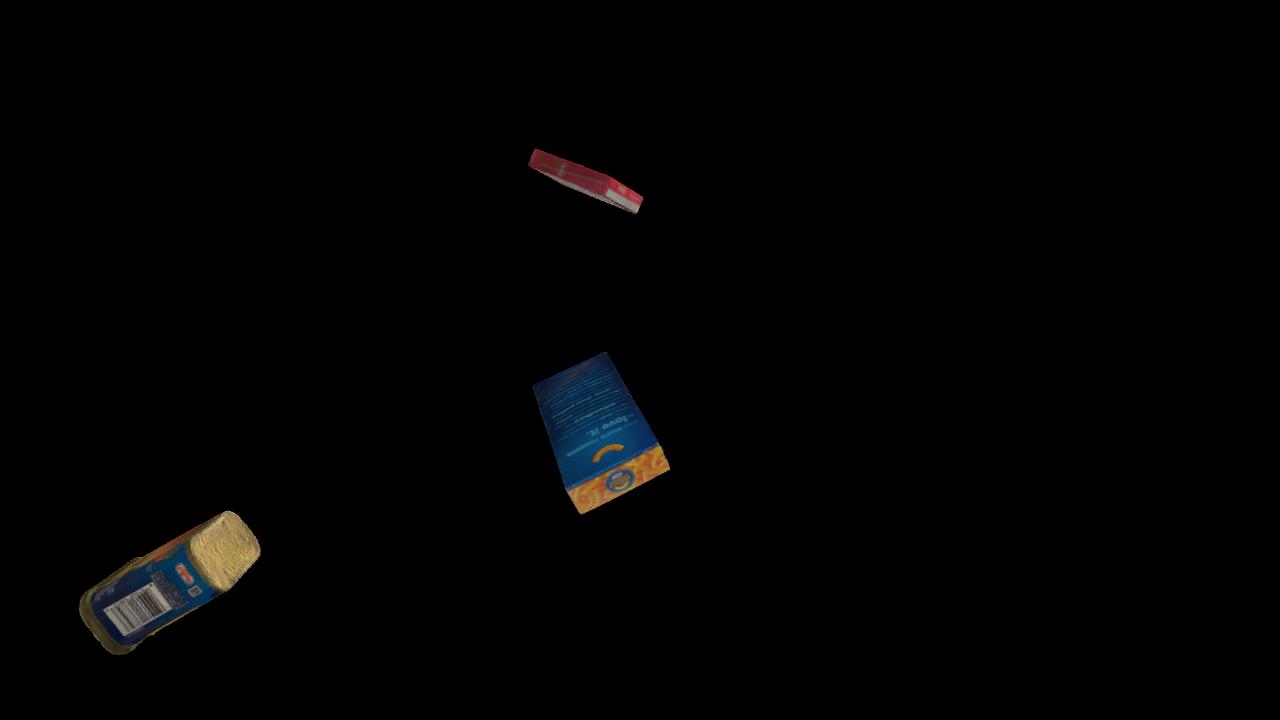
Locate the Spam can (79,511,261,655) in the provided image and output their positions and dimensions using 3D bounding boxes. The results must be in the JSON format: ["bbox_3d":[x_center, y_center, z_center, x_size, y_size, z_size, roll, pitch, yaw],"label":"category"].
[{"bbox_3d":[-0.382,0.179,0.512,0.085,0.058,0.101,-30,11,-10],"label":"Spam can"}]

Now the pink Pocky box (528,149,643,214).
[{"bbox_3d":[-0.078,-0.254,0.874,0.155,0.029,0.084,29,9,30],"label":"pink Pocky box"}]

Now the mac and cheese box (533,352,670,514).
[{"bbox_3d":[-0.045,0.063,0.612,0.093,0.041,0.184,-25,33,-5],"label":"mac and cheese box"}]
